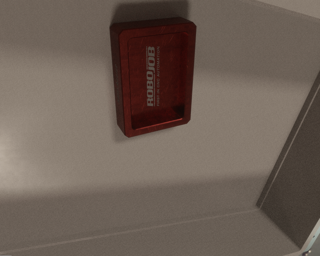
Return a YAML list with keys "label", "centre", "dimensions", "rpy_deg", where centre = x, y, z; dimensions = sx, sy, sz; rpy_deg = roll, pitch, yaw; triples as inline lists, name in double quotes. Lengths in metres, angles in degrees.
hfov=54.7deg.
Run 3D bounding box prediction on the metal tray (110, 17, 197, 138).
- label: "metal tray"
  centre: [-0.007, -0.058, 0.366]
  dimensions: [0.091, 0.030, 0.129]
  rpy_deg: [-14, 124, -21]
